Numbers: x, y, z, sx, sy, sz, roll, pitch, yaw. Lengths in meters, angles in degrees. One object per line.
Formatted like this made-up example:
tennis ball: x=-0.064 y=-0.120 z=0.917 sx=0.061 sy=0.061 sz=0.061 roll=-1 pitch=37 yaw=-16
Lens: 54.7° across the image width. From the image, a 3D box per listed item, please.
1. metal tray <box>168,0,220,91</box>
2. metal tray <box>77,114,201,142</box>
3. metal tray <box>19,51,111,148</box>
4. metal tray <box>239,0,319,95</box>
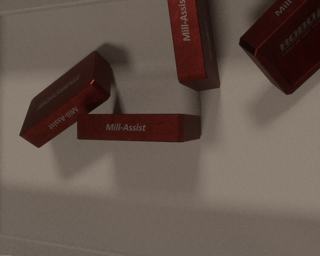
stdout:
metal tray: x=0.040 y=-0.113 z=0.361 sx=0.030 sy=0.090 sz=0.129 roll=-8 pitch=87 yaw=20
metal tray: x=-0.023 y=-0.001 z=0.383 sx=0.130 sy=0.090 sz=0.030 roll=1 pitch=91 yaw=19
metal tray: x=-0.127 y=-0.040 z=0.422 sx=0.130 sy=0.030 sz=0.090 roll=-32 pitch=36 yaw=16
metal tray: x=0.157 y=-0.107 z=0.320 sx=0.130 sy=0.090 sz=0.030 roll=-45 pitch=42 yaw=14
